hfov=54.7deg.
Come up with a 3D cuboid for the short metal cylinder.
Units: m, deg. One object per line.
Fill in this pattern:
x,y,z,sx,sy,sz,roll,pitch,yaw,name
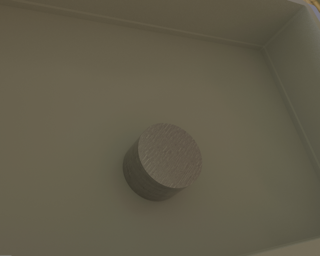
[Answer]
0.002,0.041,0.367,0.081,0.050,0.080,14,56,-21,short metal cylinder
